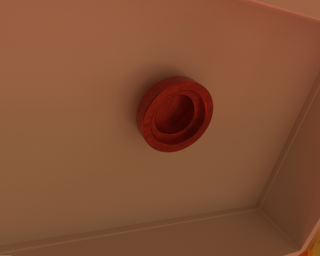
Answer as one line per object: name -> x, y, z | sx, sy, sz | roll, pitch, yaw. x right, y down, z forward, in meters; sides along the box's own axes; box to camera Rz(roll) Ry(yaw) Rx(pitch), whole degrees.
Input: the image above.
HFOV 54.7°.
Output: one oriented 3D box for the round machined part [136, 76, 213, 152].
round machined part -> 0.015, -0.021, 0.395 | 0.099, 0.042, 0.097 | -14, 125, -21
